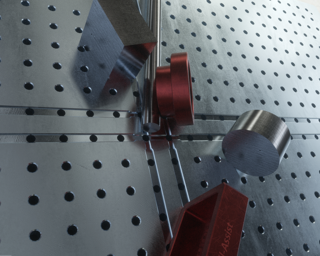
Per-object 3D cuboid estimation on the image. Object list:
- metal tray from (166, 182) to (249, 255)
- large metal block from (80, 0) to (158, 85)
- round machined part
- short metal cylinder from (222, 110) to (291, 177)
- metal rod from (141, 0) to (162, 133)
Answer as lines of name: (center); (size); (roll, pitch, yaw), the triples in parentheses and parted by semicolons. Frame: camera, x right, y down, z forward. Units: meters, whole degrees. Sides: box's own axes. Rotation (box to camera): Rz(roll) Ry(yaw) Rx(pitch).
metal tray: (0.038, 0.127, 0.310); (0.030, 0.090, 0.130); (32, 51, -8)
large metal block: (-0.058, -0.117, 0.414); (0.050, 0.080, 0.080); (-19, 72, -36)
round machined part: (0.020, -0.051, 0.417); (0.042, 0.098, 0.098); (-5, 58, 9)
short metal cylinder: (0.135, 0.021, 0.435); (0.080, 0.080, 0.050); (43, 51, 1)
metal rod: (-0.011, -0.128, 0.481); (0.025, 0.025, 0.299); (14, 56, -21)
